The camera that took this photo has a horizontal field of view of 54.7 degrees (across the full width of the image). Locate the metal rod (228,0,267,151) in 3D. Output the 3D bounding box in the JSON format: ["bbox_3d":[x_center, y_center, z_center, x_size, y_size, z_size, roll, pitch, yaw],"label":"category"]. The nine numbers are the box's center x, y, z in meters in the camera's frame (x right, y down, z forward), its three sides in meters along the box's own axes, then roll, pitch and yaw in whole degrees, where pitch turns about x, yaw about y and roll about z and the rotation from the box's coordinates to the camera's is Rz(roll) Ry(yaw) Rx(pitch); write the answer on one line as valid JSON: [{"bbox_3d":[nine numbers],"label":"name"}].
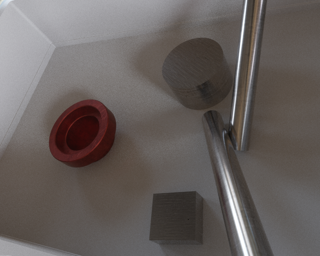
[{"bbox_3d":[0.102,-0.124,0.336,0.025,0.025,0.298,8,95,31],"label":"metal rod"}]

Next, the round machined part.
[{"bbox_3d":[-0.104,0.011,0.441,0.098,0.042,0.098,-13,56,20],"label":"round machined part"}]

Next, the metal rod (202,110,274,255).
[{"bbox_3d":[0.060,0.055,0.246,0.025,0.025,0.300,-24,23,13],"label":"metal rod"}]

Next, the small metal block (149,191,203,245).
[{"bbox_3d":[0.019,0.098,0.335,0.050,0.025,0.050,-9,58,23],"label":"small metal block"}]

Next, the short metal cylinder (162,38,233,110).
[{"bbox_3d":[0.050,-0.071,0.406,0.080,0.050,0.080,-13,56,20],"label":"short metal cylinder"}]
